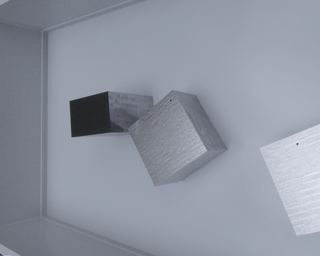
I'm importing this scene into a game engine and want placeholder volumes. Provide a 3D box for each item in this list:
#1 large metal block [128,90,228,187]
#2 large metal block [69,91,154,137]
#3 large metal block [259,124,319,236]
[{"bbox_3d":[0.019,0.013,0.371,0.080,0.050,0.080,-39,66,29],"label":"large metal block"},{"bbox_3d":[-0.065,-0.016,0.425,0.080,0.081,0.050,-7,86,40],"label":"large metal block"},{"bbox_3d":[0.148,0.039,0.268,0.080,0.050,0.080,-30,72,36],"label":"large metal block"}]
